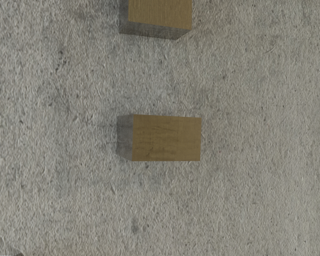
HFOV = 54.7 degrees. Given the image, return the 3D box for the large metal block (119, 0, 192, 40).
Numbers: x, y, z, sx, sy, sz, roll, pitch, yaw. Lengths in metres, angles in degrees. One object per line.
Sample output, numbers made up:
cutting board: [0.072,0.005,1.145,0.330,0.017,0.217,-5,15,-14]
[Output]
large metal block: [-0.007,-0.162,0.393,0.081,0.050,0.080,1,90,-20]

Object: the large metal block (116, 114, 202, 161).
large metal block: [-0.005,0.011,0.378,0.081,0.080,0.050,2,90,-20]

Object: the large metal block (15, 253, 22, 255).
large metal block: [-0.175,0.198,0.331,0.081,0.050,0.080,-23,98,-19]
